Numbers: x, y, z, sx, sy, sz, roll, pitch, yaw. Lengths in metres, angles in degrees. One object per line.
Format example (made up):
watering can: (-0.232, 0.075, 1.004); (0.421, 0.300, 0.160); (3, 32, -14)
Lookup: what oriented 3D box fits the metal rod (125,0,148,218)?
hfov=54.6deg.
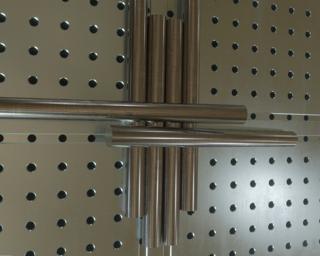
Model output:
metal rod: (-0.030, -0.037, 0.400); (0.025, 0.025, 0.298); (1, 90, -20)

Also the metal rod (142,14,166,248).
metal rod: (-0.008, 0.004, 0.408); (0.025, 0.025, 0.298); (1, 90, -20)

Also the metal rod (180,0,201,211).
metal rod: (0.041, -0.038, 0.427); (0.025, 0.025, 0.298); (1, 90, -20)

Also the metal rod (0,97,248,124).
metal rod: (-0.040, -0.020, 0.373); (0.302, 0.025, 0.025); (1, 90, -11)

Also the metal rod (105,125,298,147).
metal rod: (0.075, 0.013, 0.418); (0.302, 0.025, 0.025); (2, 90, -29)

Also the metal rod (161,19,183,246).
metal rod: (0.016, 0.005, 0.419); (0.025, 0.025, 0.298); (1, 90, -20)
